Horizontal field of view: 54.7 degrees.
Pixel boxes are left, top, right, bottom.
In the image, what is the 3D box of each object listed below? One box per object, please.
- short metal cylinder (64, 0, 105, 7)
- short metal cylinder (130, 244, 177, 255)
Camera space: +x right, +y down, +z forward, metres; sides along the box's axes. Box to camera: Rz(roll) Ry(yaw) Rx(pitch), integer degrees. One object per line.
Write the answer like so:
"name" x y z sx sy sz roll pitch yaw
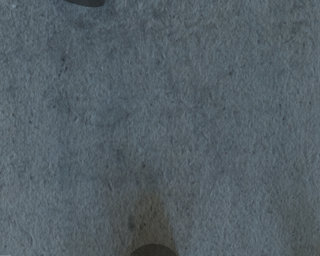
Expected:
"short metal cylinder" -0.102 -0.191 0.381 0.080 0.080 0.050 13 90 -1
"short metal cylinder" -0.009 0.198 0.398 0.081 0.050 0.079 0 90 -1
